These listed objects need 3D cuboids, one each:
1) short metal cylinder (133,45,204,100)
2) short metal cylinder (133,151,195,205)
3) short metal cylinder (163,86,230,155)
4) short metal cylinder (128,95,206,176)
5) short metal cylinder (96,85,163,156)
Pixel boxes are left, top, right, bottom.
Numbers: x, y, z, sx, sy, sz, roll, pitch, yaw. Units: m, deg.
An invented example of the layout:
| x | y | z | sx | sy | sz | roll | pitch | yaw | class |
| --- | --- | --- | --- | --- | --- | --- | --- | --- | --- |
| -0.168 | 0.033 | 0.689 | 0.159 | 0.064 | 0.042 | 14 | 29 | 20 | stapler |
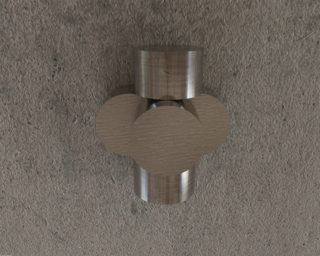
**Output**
| x | y | z | sx | sy | sz | roll | pitch | yaw | class |
| --- | --- | --- | --- | --- | --- | --- | --- | --- | --- |
| 0.010 | -0.067 | 0.358 | 0.081 | 0.080 | 0.050 | 0 | 110 | -1 | short metal cylinder |
| 0.006 | 0.055 | 0.403 | 0.081 | 0.080 | 0.050 | 0 | 110 | -1 | short metal cylinder |
| 0.044 | -0.011 | 0.394 | 0.081 | 0.050 | 0.079 | 0 | 110 | -1 | short metal cylinder |
| 0.007 | 0.006 | 0.346 | 0.081 | 0.050 | 0.079 | 0 | 110 | -1 | short metal cylinder |
| -0.036 | -0.011 | 0.393 | 0.081 | 0.050 | 0.079 | 0 | 110 | -1 | short metal cylinder |
